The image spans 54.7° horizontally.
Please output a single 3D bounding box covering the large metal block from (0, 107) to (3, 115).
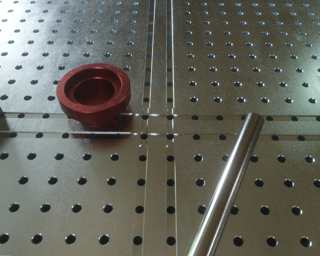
[{"bbox_3d":[-0.273,-0.018,0.404,0.080,0.050,0.080,13,51,10],"label":"large metal block"}]

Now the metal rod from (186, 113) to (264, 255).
[{"bbox_3d":[0.061,0.092,0.330,0.025,0.025,0.301,21,53,17],"label":"metal rod"}]

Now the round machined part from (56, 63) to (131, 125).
[{"bbox_3d":[-0.090,-0.043,0.432,0.099,0.042,0.098,0,50,0],"label":"round machined part"}]
